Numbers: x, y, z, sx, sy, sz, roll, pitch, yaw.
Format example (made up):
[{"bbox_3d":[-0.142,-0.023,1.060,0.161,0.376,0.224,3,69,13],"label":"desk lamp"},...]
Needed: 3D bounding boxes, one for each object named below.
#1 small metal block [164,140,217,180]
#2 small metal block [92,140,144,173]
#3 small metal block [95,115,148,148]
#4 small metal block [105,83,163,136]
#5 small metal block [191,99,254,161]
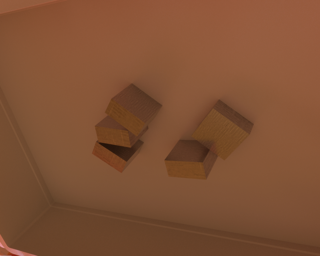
[{"bbox_3d":[0.041,0.039,0.395,0.050,0.050,0.025,0,119,28],"label":"small metal block"},{"bbox_3d":[-0.059,0.028,0.441,0.050,0.050,0.025,32,129,7],"label":"small metal block"},{"bbox_3d":[-0.051,-0.001,0.419,0.050,0.050,0.025,8,122,24],"label":"small metal block"},{"bbox_3d":[-0.033,-0.024,0.395,0.050,0.050,0.025,37,129,4],"label":"small metal block"},{"bbox_3d":[0.074,0.003,0.371,0.050,0.025,0.050,36,129,3],"label":"small metal block"}]
